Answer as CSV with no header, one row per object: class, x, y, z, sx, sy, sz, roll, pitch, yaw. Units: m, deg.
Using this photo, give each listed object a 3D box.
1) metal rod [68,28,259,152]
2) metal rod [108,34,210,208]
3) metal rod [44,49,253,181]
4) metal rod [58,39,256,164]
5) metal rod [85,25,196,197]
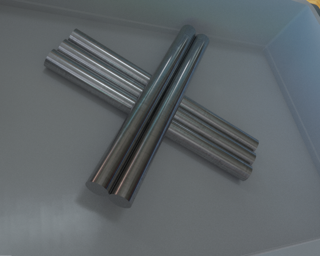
metal rod,0.011,-0.047,0.438,0.301,0.025,0.025,30,52,-9
metal rod,0.013,-0.033,0.399,0.025,0.025,0.301,33,51,-7
metal rod,-0.008,-0.012,0.406,0.301,0.025,0.025,30,52,-9
metal rod,0.002,-0.029,0.422,0.301,0.025,0.025,30,52,-9
metal rod,-0.008,-0.046,0.395,0.025,0.025,0.301,33,51,-7
